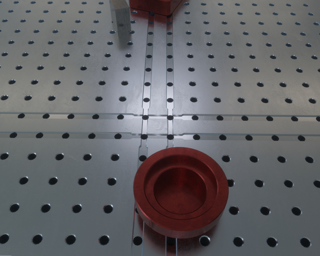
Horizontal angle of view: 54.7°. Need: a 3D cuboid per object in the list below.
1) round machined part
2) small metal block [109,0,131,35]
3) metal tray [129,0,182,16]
[{"bbox_3d":[0.022,0.072,0.336,0.099,0.042,0.098,0,50,0],"label":"round machined part"},{"bbox_3d":[-0.073,-0.207,0.565,0.025,0.050,0.050,-15,52,-12],"label":"small metal block"},{"bbox_3d":[0.003,-0.287,0.645,0.090,0.030,0.130,18,52,15],"label":"metal tray"}]
